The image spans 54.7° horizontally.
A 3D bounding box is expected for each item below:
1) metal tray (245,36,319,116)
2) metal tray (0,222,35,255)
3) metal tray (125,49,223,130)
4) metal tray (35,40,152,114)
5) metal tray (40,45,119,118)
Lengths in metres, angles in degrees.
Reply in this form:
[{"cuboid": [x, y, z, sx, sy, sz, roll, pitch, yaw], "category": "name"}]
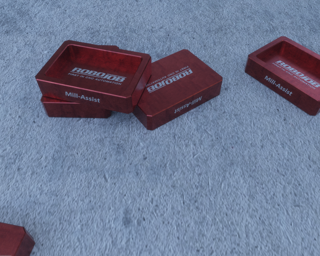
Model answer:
[{"cuboid": [0.208, -0.084, 0.471, 0.091, 0.030, 0.130, -32, 57, -24], "category": "metal tray"}, {"cuboid": [-0.184, 0.148, 0.275, 0.090, 0.030, 0.130, 9, 50, 7], "category": "metal tray"}, {"cuboid": [0.013, -0.060, 0.450, 0.131, 0.030, 0.090, -28, 56, -22], "category": "metal tray"}, {"cuboid": [-0.086, -0.072, 0.420, 0.131, 0.030, 0.090, 12, 51, 10], "category": "metal tray"}, {"cuboid": [-0.112, -0.073, 0.460, 0.091, 0.030, 0.130, 2, 50, 1], "category": "metal tray"}]
